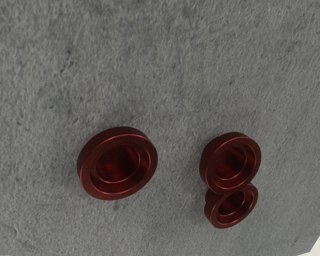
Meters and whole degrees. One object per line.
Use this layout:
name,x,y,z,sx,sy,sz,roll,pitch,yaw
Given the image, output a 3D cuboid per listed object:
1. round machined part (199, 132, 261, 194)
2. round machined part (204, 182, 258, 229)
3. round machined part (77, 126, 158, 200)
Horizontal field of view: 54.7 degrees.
round machined part,0.104,0.050,0.480,0.099,0.042,0.097,-9,115,-20
round machined part,0.118,0.124,0.540,0.099,0.042,0.097,-14,125,-21
round machined part,-0.056,0.040,0.391,0.099,0.042,0.097,-14,125,-21
